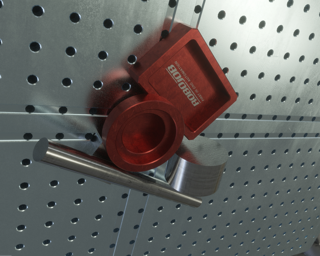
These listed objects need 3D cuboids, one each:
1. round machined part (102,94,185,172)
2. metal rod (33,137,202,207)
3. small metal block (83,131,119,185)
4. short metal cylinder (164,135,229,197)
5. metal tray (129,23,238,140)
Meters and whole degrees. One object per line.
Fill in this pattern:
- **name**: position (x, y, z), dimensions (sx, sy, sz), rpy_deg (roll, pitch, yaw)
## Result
- **round machined part**: position (-0.023, 0.002, 0.380), dimensions (0.099, 0.042, 0.097), rpy_deg (-13, 123, -20)
- **metal rod**: position (-0.029, 0.072, 0.415), dimensions (0.025, 0.025, 0.301), rpy_deg (-51, 138, 8)
- **small metal block**: position (-0.072, 0.039, 0.398), dimensions (0.050, 0.025, 0.050), rpy_deg (32, 100, -39)
- **short metal cylinder**: position (0.050, 0.050, 0.434), dimensions (0.081, 0.080, 0.050), rpy_deg (-4, 120, -27)
- **metal tray**: position (0.035, -0.054, 0.394), dimensions (0.090, 0.030, 0.130), rpy_deg (-43, 129, 0)
